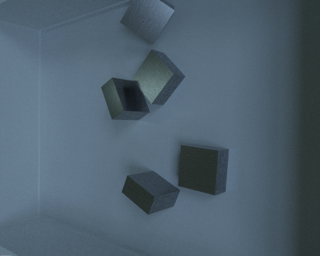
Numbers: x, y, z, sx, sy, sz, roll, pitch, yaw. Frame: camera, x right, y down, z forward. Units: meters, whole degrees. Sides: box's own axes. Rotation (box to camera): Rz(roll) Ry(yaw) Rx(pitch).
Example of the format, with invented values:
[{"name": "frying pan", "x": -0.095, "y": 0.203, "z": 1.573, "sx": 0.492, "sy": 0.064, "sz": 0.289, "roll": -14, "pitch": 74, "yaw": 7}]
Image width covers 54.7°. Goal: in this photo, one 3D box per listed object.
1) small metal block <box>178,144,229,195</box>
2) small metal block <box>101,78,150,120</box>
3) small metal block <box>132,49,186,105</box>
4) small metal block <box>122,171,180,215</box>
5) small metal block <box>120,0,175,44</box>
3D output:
[{"name": "small metal block", "x": 0.051, "y": 0.047, "z": 0.364, "sx": 0.050, "sy": 0.025, "sz": 0.050, "roll": 7, "pitch": 94, "yaw": 39}, {"name": "small metal block", "x": -0.047, "y": -0.039, "z": 0.427, "sx": 0.025, "sy": 0.050, "sz": 0.050, "roll": -33, "pitch": 70, "yaw": 35}, {"name": "small metal block", "x": -0.003, "y": -0.066, "z": 0.407, "sx": 0.050, "sy": 0.025, "sz": 0.050, "roll": -52, "pitch": 60, "yaw": 27}, {"name": "small metal block", "x": -0.011, "y": 0.081, "z": 0.398, "sx": 0.050, "sy": 0.050, "sz": 0.025, "roll": 31, "pitch": 109, "yaw": 35}, {"name": "small metal block", "x": -0.016, "y": -0.147, "z": 0.400, "sx": 0.050, "sy": 0.050, "sz": 0.025, "roll": -53, "pitch": 17, "yaw": 27}]
